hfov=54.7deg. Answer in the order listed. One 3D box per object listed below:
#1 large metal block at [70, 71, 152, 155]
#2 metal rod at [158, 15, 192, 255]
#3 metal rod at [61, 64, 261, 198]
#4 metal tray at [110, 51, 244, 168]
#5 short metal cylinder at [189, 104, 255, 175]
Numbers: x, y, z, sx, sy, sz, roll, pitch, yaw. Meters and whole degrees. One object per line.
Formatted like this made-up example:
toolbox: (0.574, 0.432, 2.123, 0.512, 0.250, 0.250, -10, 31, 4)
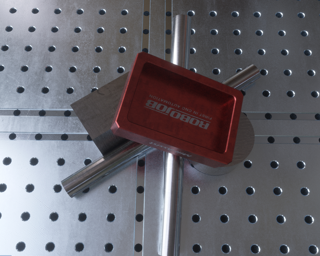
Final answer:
large metal block: (-0.054, -0.014, 0.386, 0.080, 0.080, 0.050, -32, 74, -11)
metal rod: (0.020, 0.000, 0.388, 0.025, 0.025, 0.299, 4, 79, 1)
metal rod: (0.010, -0.002, 0.413, 0.301, 0.025, 0.025, -32, 74, -12)
metal tray: (0.022, -0.018, 0.341, 0.131, 0.030, 0.090, 19, 70, -13)
short metal cylinder: (0.072, 0.016, 0.392, 0.081, 0.050, 0.080, 0, 70, 0)
